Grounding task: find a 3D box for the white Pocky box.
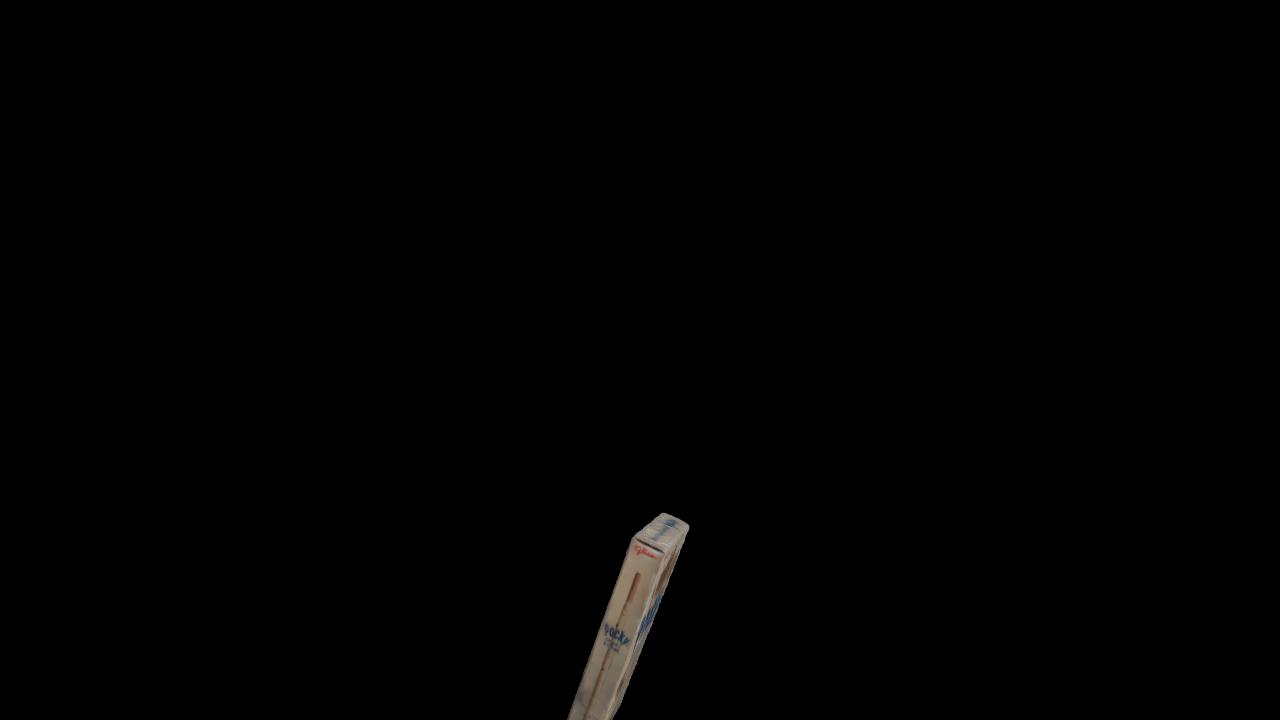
[{"bbox_3d":[-0.009,0.193,0.445,0.028,0.154,0.084,21,4,15],"label":"white Pocky box"}]
